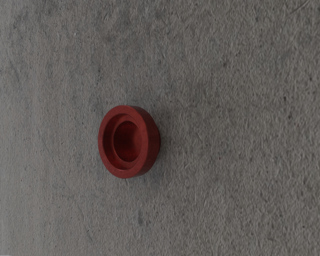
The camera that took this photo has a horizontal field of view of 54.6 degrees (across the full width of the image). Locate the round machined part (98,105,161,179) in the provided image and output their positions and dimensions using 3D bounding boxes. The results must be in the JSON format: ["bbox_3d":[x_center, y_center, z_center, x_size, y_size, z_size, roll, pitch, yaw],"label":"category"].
[{"bbox_3d":[-0.038,0.018,0.426,0.098,0.042,0.097,0,90,40],"label":"round machined part"}]
